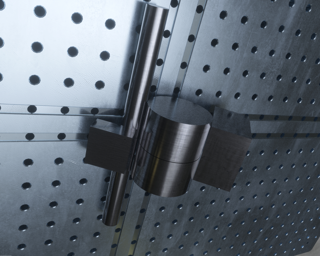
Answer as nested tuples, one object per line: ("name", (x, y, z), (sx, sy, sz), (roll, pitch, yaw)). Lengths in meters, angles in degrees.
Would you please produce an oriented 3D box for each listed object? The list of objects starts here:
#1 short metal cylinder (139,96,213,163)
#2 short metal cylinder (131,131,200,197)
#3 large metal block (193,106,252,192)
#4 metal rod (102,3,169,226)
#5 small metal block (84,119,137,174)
("short metal cylinder", (0.019, 0.000, 0.380), (0.081, 0.080, 0.050), (0, 118, -29))
("short metal cylinder", (0.007, 0.044, 0.402), (0.081, 0.080, 0.050), (0, 118, -29))
("large metal block", (0.085, 0.026, 0.424), (0.050, 0.080, 0.079), (18, 115, 5))
("metal rod", (-0.037, 0.003, 0.387), (0.025, 0.025, 0.298), (0, 118, -29))
("small metal block", (-0.059, 0.022, 0.373), (0.050, 0.025, 0.050), (16, 114, 3))
